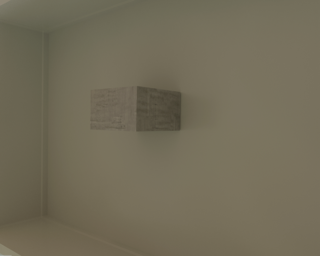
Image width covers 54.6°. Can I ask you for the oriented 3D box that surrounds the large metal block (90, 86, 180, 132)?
[{"bbox_3d":[-0.031,-0.022,0.395,0.080,0.081,0.050,2,91,40],"label":"large metal block"}]
